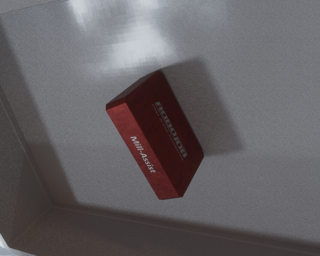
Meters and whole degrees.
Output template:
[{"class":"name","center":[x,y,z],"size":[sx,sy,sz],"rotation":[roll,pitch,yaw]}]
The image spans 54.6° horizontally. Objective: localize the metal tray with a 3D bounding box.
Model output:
[{"class":"metal tray","center":[0.000,0.007,0.368],"size":[0.030,0.090,0.130],"rotation":[-17,110,34]}]
